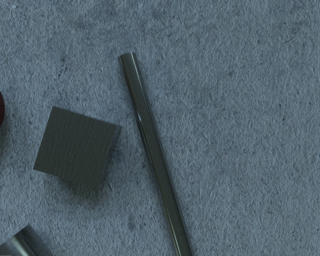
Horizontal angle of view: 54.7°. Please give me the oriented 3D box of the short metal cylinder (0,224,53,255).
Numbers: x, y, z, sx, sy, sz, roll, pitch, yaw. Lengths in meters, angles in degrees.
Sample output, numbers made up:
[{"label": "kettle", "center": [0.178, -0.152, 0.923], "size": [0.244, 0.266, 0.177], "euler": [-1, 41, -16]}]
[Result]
[{"label": "short metal cylinder", "center": [-0.181, 0.164, 0.380], "size": [0.080, 0.080, 0.050], "euler": [-36, 91, 0]}]

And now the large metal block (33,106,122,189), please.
[{"label": "large metal block", "center": [-0.102, 0.023, 0.396], "size": [0.080, 0.050, 0.080], "euler": [17, 90, -1]}]

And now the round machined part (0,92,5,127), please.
[{"label": "round machined part", "center": [-0.249, -0.024, 0.398], "size": [0.099, 0.042, 0.097], "euler": [0, 90, -1]}]

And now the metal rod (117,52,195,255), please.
[{"label": "metal rod", "center": [-0.002, 0.048, 0.409], "size": [0.025, 0.025, 0.298], "euler": [-16, 90, 0]}]
